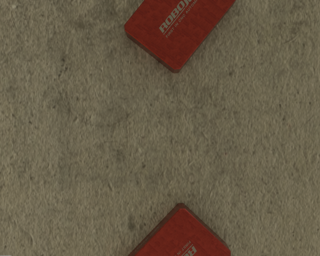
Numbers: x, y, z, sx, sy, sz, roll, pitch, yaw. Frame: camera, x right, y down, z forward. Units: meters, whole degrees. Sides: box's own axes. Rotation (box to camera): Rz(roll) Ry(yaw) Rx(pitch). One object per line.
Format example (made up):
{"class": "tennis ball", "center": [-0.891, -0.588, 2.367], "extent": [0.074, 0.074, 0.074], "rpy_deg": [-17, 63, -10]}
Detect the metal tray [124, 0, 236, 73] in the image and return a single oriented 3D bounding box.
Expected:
{"class": "metal tray", "center": [0.028, -0.150, 0.408], "extent": [0.090, 0.030, 0.130], "rpy_deg": [39, 90, -1]}

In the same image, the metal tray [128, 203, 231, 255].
{"class": "metal tray", "center": [0.016, 0.177, 0.408], "extent": [0.090, 0.030, 0.130], "rpy_deg": [44, 90, -1]}
